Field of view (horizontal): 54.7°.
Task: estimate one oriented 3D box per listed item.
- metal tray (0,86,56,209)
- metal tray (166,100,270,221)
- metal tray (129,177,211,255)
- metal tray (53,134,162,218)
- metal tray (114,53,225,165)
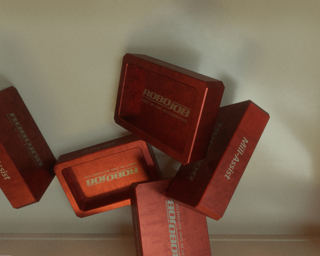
[{"bbox_3d":[-0.179,0.021,0.381,0.030,0.090,0.129,-20,109,7],"label":"metal tray"},{"bbox_3d":[0.064,0.034,0.360,0.030,0.090,0.130,34,76,-14],"label":"metal tray"},{"bbox_3d":[0.014,0.130,0.397,0.091,0.030,0.129,-4,83,-21],"label":"metal tray"},{"bbox_3d":[-0.068,0.066,0.431,0.131,0.030,0.090,-17,110,5],"label":"metal tray"},{"bbox_3d":[0.003,-0.027,0.353,0.030,0.130,0.089,-9,118,-45],"label":"metal tray"}]
